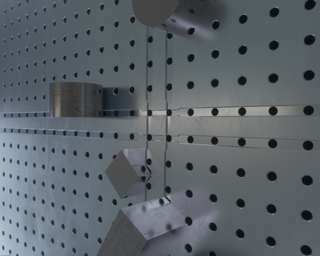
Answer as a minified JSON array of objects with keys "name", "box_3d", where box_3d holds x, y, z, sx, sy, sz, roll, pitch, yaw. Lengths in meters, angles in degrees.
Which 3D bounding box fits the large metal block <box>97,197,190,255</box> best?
[{"name":"large metal block","box_3d":[-0.021,0.140,0.391,0.050,0.081,0.079,40,115,32]}]

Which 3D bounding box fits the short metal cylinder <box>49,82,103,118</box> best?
[{"name":"short metal cylinder","box_3d":[-0.129,-0.041,0.480,0.080,0.081,0.050,1,91,40]}]

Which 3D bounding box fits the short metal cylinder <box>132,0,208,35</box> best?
[{"name":"short metal cylinder","box_3d":[0.012,-0.160,0.383,0.080,0.050,0.079,0,90,40]}]

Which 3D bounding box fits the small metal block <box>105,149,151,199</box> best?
[{"name":"small metal block","box_3d":[-0.047,0.066,0.448,0.050,0.025,0.050,-52,60,27]}]
